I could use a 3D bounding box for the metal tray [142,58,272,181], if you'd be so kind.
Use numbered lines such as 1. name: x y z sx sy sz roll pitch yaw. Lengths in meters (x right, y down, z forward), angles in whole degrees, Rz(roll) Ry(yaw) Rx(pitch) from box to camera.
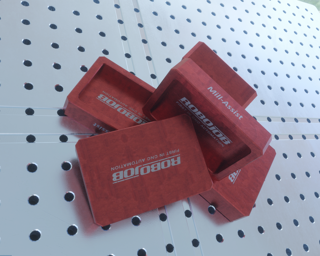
1. metal tray: 0.049 -0.006 0.359 0.130 0.090 0.030 44 51 1

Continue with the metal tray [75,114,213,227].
1. metal tray: -0.017 0.043 0.340 0.131 0.030 0.090 -14 79 -19

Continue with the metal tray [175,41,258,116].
1. metal tray: 0.061 -0.049 0.406 0.090 0.130 0.030 43 79 1

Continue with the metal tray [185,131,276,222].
1. metal tray: 0.101 0.050 0.429 0.090 0.030 0.131 42 51 0

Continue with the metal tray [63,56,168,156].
1. metal tray: -0.043 -0.025 0.398 0.130 0.030 0.090 31 51 -8
